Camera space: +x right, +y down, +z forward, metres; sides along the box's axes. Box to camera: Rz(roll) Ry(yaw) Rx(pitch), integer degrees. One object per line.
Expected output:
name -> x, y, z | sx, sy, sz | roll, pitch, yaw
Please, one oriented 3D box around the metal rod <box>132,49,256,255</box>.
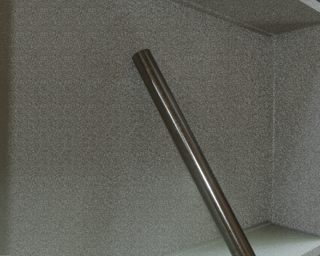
metal rod -> 0.043, 0.040, 0.373 | 0.025, 0.025, 0.299 | -22, 82, -38
